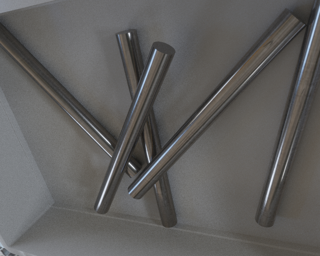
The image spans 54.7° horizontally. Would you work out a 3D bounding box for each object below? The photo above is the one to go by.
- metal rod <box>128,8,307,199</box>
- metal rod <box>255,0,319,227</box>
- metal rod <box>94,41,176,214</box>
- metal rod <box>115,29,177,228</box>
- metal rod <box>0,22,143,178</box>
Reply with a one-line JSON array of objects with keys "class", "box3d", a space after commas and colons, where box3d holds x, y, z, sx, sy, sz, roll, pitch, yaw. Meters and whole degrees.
[{"class": "metal rod", "box3d": [0.044, -0.005, 0.363, 0.025, 0.025, 0.298, 40, 123, 1]}, {"class": "metal rod", "box3d": [0.142, -0.004, 0.331, 0.025, 0.025, 0.298, 15, 125, 20]}, {"class": "metal rod", "box3d": [-0.045, 0.023, 0.413, 0.025, 0.025, 0.298, 31, 129, 8]}, {"class": "metal rod", "box3d": [-0.012, 0.019, 0.426, 0.025, 0.025, 0.298, 3, 120, 27]}, {"class": "metal rod", "box3d": [-0.139, -0.041, 0.456, 0.300, 0.025, 0.025, 46, 129, -4]}]
